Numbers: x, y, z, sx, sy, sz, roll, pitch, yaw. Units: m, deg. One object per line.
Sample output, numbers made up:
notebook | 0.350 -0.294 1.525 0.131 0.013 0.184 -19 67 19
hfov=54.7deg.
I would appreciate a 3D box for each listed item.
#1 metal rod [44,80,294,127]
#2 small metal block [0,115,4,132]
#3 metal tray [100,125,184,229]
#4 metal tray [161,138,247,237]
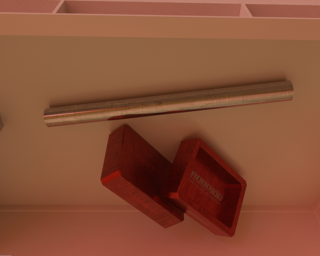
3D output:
metal rod | 0.007 -0.029 0.384 0.302 0.025 0.025 -6 130 4
small metal block | -0.236 0.003 0.392 0.050 0.050 0.025 3 130 -3
metal tray | -0.019 0.067 0.422 0.030 0.090 0.130 -31 124 24
metal tray | 0.068 0.085 0.438 0.030 0.090 0.130 -11 136 47
